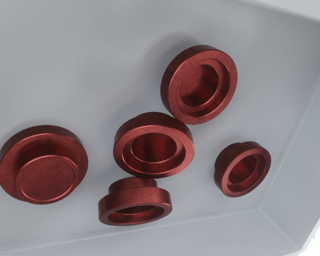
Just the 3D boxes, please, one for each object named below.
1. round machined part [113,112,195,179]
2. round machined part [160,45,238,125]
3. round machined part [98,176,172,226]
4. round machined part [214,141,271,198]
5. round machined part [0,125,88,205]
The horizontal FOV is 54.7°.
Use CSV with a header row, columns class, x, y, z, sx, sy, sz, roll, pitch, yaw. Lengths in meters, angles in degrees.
class,x,y,z,sx,sy,sz,roll,pitch,yaw
round machined part,-0.008,0.018,0.390,0.099,0.042,0.097,-2,134,-1
round machined part,0.044,-0.056,0.389,0.099,0.042,0.097,-14,124,-21
round machined part,-0.035,0.099,0.424,0.099,0.042,0.098,-8,149,-5
round machined part,0.130,0.063,0.511,0.099,0.042,0.097,-14,125,-21
round machined part,-0.132,0.049,0.357,0.099,0.042,0.097,-14,125,-21
